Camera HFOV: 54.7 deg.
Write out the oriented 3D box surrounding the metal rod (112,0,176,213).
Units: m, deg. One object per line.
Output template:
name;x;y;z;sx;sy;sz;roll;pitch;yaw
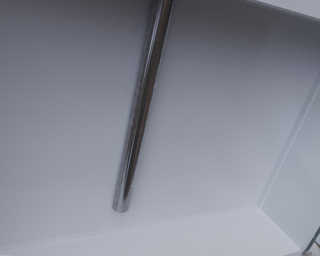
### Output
metal rod;-0.025;-0.017;0.386;0.025;0.025;0.298;-1;119;-28
